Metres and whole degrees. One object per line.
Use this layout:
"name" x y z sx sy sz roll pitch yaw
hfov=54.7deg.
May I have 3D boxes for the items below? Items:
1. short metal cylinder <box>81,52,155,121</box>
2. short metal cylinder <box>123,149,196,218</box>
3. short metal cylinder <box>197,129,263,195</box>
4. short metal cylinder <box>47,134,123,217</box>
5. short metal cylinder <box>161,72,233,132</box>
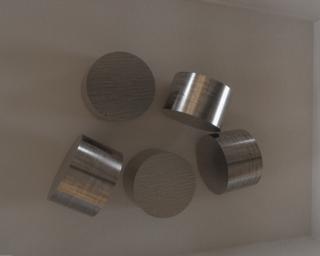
"short metal cylinder" -0.052 -0.048 0.377 0.081 0.050 0.079 0 90 -21
"short metal cylinder" -0.002 0.069 0.396 0.081 0.050 0.079 0 90 -21
"short metal cylinder" 0.090 0.044 0.414 0.050 0.080 0.079 -10 94 -20
"short metal cylinder" -0.084 0.053 0.349 0.050 0.080 0.080 29 81 -18
"short metal cylinder" 0.048 -0.032 0.400 0.080 0.080 0.050 23 83 -19
